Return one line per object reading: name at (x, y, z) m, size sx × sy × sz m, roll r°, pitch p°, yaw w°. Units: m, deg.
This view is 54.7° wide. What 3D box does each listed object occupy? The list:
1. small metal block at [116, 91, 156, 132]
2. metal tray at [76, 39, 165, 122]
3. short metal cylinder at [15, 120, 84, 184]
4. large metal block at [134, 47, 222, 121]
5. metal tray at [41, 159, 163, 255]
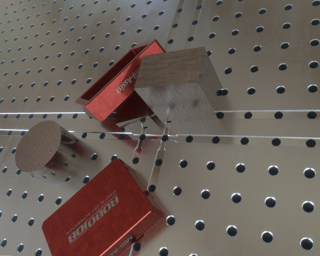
small metal block at (-0.033, -0.027, 0.441) m, size 0.050 × 0.025 × 0.050 m, roll -14°, pitch 56°, yaw 20°
metal tray at (-0.057, -0.069, 0.442) m, size 0.130 × 0.030 × 0.090 m, roll -46°, pitch 23°, yaw -12°
short metal cylinder at (-0.160, 0.036, 0.452) m, size 0.080 × 0.050 × 0.080 m, roll -13°, pitch 56°, yaw 20°
large metal block at (0.026, -0.051, 0.389) m, size 0.080 × 0.080 × 0.050 m, roll -2°, pitch 61°, yaw 27°
metal tray at (-0.072, 0.111, 0.373) m, size 0.130 × 0.030 × 0.090 m, roll -41°, pitch 51°, yaw -1°
